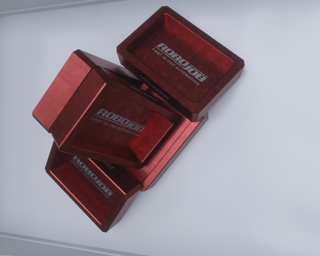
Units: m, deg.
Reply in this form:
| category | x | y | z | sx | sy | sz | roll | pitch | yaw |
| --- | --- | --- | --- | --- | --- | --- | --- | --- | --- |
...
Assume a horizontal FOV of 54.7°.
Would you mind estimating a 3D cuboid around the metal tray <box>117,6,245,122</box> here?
| category | x | y | z | sx | sy | sz | roll | pitch | yaw |
| --- | --- | --- | --- | --- | --- | --- | --- | --- | --- |
| metal tray | 0.024 | -0.081 | 0.379 | 0.130 | 0.030 | 0.090 | 41 | 77 | 15 |

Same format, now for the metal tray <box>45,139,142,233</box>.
| category | x | y | z | sx | sy | sz | roll | pitch | yaw |
| --- | --- | --- | --- | --- | --- | --- | --- | --- | --- |
| metal tray | -0.095 | 0.067 | 0.420 | 0.130 | 0.030 | 0.089 | 41 | 127 | 14 |

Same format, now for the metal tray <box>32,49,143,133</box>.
| category | x | y | z | sx | sy | sz | roll | pitch | yaw |
| --- | --- | --- | --- | --- | --- | --- | --- | --- | --- |
| metal tray | -0.079 | -0.037 | 0.379 | 0.030 | 0.130 | 0.090 | 42 | 103 | 15 |

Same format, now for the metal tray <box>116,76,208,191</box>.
| category | x | y | z | sx | sy | sz | roll | pitch | yaw |
| --- | --- | --- | --- | --- | --- | --- | --- | --- | --- |
| metal tray | -0.011 | 0.006 | 0.409 | 0.090 | 0.030 | 0.130 | 41 | 102 | 15 |

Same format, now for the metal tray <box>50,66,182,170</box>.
| category | x | y | z | sx | sy | sz | roll | pitch | yaw |
| --- | --- | --- | --- | --- | --- | --- | --- | --- | --- |
| metal tray | -0.044 | -0.004 | 0.355 | 0.090 | 0.131 | 0.030 | -52 | 51 | 12 |
